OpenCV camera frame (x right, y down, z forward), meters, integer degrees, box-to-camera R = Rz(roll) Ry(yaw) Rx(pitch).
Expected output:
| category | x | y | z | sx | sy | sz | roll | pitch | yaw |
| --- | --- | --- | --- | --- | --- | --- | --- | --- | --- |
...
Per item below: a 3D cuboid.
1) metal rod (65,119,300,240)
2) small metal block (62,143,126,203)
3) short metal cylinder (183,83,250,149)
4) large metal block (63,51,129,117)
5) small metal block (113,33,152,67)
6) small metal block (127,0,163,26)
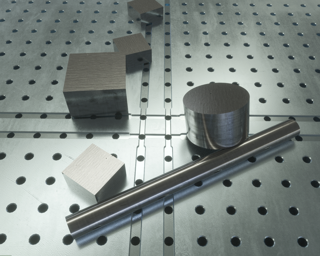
| category | x | y | z | sx | sy | sz | roll | pitch | yaw |
| --- | --- | --- | --- | --- | --- | --- | --- | --- | --- |
| metal rod | 0.041 | 0.051 | 0.364 | 0.302 | 0.025 | 0.025 | -21 | 53 | -17 |
| small metal block | -0.076 | 0.053 | 0.362 | 0.050 | 0.025 | 0.050 | 29 | 55 | 21 |
| short metal cylinder | 0.072 | -0.017 | 0.392 | 0.080 | 0.050 | 0.080 | -7 | 33 | 5 |
| large metal block | -0.088 | -0.063 | 0.444 | 0.081 | 0.050 | 0.080 | -3 | 50 | -3 |
| small metal block | -0.046 | -0.130 | 0.516 | 0.050 | 0.025 | 0.050 | -17 | 52 | -15 |
| small metal block | -0.028 | -0.227 | 0.598 | 0.050 | 0.025 | 0.050 | -26 | 55 | -21 |
